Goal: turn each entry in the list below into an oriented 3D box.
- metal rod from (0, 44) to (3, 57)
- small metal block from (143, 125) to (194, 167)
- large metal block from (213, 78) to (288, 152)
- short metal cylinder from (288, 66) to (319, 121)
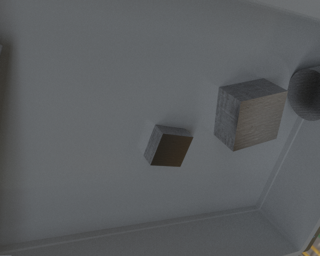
[{"bbox_3d":[-0.195,0.066,0.271,0.025,0.025,0.298,18,86,-36],"label":"metal rod"},{"bbox_3d":[0.011,0.026,0.433,0.050,0.025,0.050,8,115,-32],"label":"small metal block"},{"bbox_3d":[0.130,-0.021,0.453,0.081,0.050,0.079,-14,124,-21],"label":"large metal block"},{"bbox_3d":[0.247,-0.055,0.477,0.050,0.080,0.079,-14,125,-21],"label":"short metal cylinder"}]
